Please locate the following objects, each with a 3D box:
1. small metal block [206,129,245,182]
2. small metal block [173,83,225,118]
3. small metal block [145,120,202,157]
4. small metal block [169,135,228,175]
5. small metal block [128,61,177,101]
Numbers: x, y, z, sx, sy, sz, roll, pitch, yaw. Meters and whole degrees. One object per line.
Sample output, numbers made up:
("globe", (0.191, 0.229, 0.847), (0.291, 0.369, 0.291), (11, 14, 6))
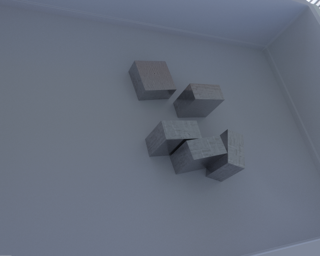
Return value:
("small metal block", (0.086, 0.037, 0.413), (0.025, 0.050, 0.050), (20, 54, -17))
("small metal block", (0.055, -0.038, 0.442), (0.050, 0.050, 0.025), (-2, 63, -29))
("small metal block", (0.016, 0.014, 0.390), (0.050, 0.050, 0.025), (-1, 62, -29))
("small metal block", (0.048, 0.034, 0.393), (0.050, 0.050, 0.025), (-8, 66, -29))
("small metal block", (-0.011, -0.068, 0.441), (0.050, 0.025, 0.050), (-6, 65, -31))
